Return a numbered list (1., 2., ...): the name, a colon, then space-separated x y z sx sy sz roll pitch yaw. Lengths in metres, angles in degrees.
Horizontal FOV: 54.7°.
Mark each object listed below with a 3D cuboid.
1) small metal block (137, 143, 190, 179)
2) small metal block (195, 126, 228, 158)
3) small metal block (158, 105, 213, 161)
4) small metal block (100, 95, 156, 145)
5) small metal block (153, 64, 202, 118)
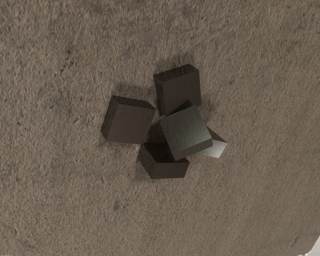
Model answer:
1. small metal block: 0.004 0.044 0.422 0.050 0.050 0.025 3 117 -30
2. small metal block: 0.057 0.014 0.429 0.050 0.050 0.025 14 112 -40
3. small metal block: 0.032 0.006 0.386 0.050 0.050 0.025 -22 151 1
4. small metal block: -0.039 -0.009 0.381 0.050 0.025 0.050 8 115 -32
5. small metal block: 0.023 -0.048 0.392 0.050 0.025 0.050 -21 127 -16
